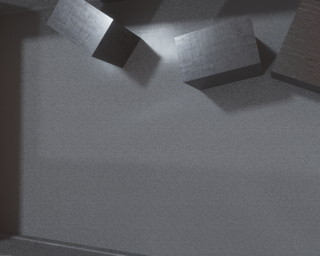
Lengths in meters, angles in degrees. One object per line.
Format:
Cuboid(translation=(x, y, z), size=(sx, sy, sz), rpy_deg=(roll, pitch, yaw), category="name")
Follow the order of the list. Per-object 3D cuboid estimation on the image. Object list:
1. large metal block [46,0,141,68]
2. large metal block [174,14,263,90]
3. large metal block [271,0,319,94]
Cuboid(translation=(-0.085, -0.128, 0.411), size=(0.080, 0.080, 0.050), rpy_deg=(37, 102, 16), category="large metal block")
Cuboid(translation=(0.071, -0.081, 0.356), size=(0.080, 0.080, 0.050), rpy_deg=(-12, 86, 19), category="large metal block")
Cuboid(translation=(0.176, -0.082, 0.335), size=(0.080, 0.050, 0.080), rpy_deg=(24, 98, 18), category="large metal block")
